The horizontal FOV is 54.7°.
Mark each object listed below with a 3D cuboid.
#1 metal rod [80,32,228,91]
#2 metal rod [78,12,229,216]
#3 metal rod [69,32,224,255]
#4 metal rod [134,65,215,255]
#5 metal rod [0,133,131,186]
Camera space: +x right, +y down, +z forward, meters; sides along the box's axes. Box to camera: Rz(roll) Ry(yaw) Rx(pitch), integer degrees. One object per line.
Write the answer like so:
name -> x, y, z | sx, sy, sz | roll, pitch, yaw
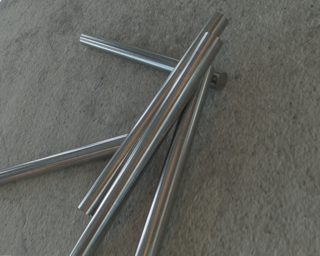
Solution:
metal rod -> -0.029, -0.112, 0.486 | 0.300, 0.025, 0.025 | 26, 76, 36
metal rod -> -0.004, -0.022, 0.391 | 0.025, 0.025, 0.300 | 29, 81, 37
metal rod -> -0.016, 0.025, 0.357 | 0.025, 0.025, 0.299 | 32, 91, 37
metal rod -> 0.010, 0.061, 0.344 | 0.025, 0.025, 0.299 | 8, 70, 31
metal rod -> -0.169, 0.055, 0.456 | 0.301, 0.025, 0.025 | -16, 56, 18
